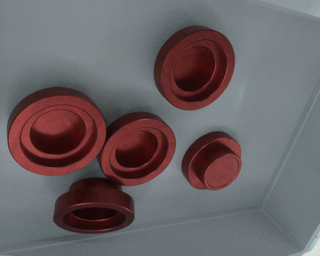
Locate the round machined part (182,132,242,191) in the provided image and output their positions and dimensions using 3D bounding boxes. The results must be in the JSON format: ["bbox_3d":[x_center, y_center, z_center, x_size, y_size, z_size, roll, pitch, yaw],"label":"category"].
[{"bbox_3d":[0.086,0.058,0.480,0.099,0.042,0.097,-14,124,-21],"label":"round machined part"}]

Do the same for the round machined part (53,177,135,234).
[{"bbox_3d":[-0.082,0.098,0.396,0.099,0.042,0.097,-4,142,-3],"label":"round machined part"}]

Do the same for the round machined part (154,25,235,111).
[{"bbox_3d":[0.037,-0.073,0.372,0.099,0.042,0.097,-14,124,-21],"label":"round machined part"}]

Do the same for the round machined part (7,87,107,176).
[{"bbox_3d":[-0.112,0.000,0.337,0.099,0.042,0.097,-14,124,-21],"label":"round machined part"}]

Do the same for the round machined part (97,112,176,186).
[{"bbox_3d":[-0.033,0.022,0.393,0.099,0.042,0.097,-14,124,-21],"label":"round machined part"}]
